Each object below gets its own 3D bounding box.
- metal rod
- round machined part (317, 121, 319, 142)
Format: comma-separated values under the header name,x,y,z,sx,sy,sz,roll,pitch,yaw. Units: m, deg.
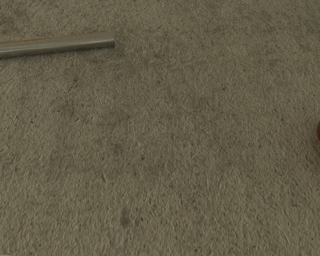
name,x,y,z,sx,sy,sz,roll,pitch,yaw
metal rod,-0.227,-0.132,0.510,0.302,0.025,0.025,-8,51,-8
round machined part,0.245,0.015,0.383,0.099,0.042,0.098,0,50,0
